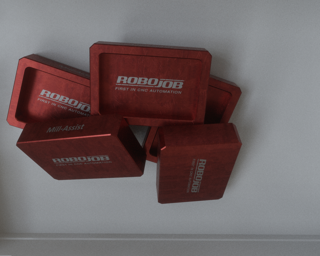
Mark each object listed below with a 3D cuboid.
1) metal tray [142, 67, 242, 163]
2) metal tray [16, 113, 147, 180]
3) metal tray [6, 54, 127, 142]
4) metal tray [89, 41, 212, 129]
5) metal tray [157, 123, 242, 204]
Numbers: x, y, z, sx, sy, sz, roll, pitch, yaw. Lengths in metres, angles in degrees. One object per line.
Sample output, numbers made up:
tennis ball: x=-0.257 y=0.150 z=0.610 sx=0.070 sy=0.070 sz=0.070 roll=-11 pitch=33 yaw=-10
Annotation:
metal tray: x=0.037 y=-0.009 z=0.404 sx=0.091 sy=0.030 sz=0.129 roll=18 pitch=109 yaw=-7
metal tray: x=-0.093 y=0.028 z=0.379 sx=0.130 sy=0.030 sz=0.090 roll=-5 pitch=141 yaw=18
metal tray: x=-0.116 y=-0.029 z=0.393 sx=0.131 sy=0.030 sz=0.089 roll=18 pitch=109 yaw=-7
metal tray: x=-0.012 y=-0.049 z=0.356 sx=0.131 sy=0.030 sz=0.089 roll=3 pitch=110 yaw=-2
metal tray: x=0.043 y=0.049 z=0.391 sx=0.091 sy=0.030 sz=0.129 roll=-3 pitch=139 yaw=-5
